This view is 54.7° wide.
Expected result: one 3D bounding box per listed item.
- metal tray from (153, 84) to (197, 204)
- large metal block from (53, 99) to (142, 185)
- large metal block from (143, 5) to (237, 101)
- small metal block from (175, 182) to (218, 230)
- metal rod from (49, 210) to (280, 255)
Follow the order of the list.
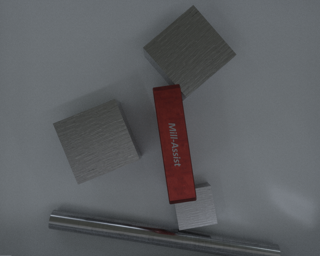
[{"bbox_3d":[0.016,0.017,0.379,0.030,0.090,0.129,-8,90,0],"label":"metal tray"},{"bbox_3d":[-0.077,0.016,0.398,0.080,0.050,0.080,-22,90,-1],"label":"large metal block"},{"bbox_3d":[0.036,-0.093,0.399,0.080,0.050,0.080,-41,90,0],"label":"large metal block"},{"bbox_3d":[0.045,0.103,0.412,0.050,0.025,0.050,-10,90,-1],"label":"small metal block"},{"bbox_3d":[0.006,0.144,0.411,0.302,0.025,0.025,9,90,-1],"label":"metal rod"}]
